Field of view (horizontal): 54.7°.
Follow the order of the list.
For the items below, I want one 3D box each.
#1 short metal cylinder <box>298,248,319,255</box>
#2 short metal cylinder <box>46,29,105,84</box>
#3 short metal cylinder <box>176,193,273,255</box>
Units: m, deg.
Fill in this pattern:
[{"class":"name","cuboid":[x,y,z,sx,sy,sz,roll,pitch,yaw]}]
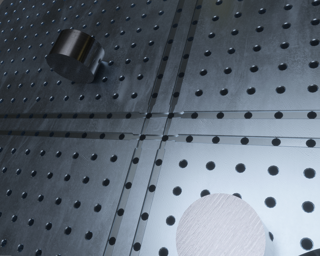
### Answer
[{"class":"short metal cylinder","cuboid":[0.106,0.134,0.234,0.080,0.080,0.050,-32,52,7]},{"class":"short metal cylinder","cuboid":[-0.140,-0.118,0.516,0.080,0.080,0.050,4,64,29]},{"class":"short metal cylinder","cuboid":[0.062,0.108,0.293,0.080,0.050,0.080,-13,56,20]}]
